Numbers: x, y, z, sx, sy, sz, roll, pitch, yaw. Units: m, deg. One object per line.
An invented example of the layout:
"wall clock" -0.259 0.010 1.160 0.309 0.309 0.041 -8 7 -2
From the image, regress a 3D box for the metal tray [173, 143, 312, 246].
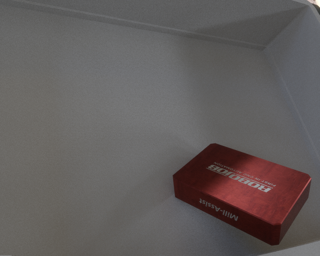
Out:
"metal tray" 0.092 0.068 0.359 0.130 0.030 0.091 19 38 37
